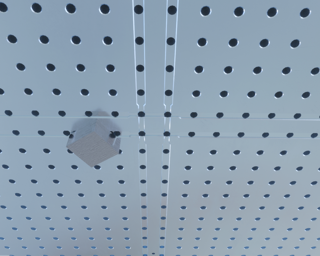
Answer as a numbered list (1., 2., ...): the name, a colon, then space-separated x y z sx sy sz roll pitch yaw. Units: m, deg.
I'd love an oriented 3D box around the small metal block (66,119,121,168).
1. small metal block: -0.091 0.022 0.429 0.050 0.025 0.050 -28 125 21
